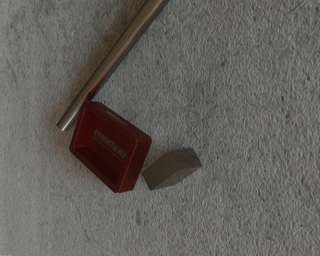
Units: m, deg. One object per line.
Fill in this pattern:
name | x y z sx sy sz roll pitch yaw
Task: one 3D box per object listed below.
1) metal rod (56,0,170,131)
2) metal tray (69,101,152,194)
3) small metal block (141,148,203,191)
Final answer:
metal rod | -0.077 -0.095 0.465 0.299 0.025 0.025 -45 64 30
metal tray | -0.079 0.025 0.464 0.130 0.030 0.089 33 110 34
small metal block | 0.015 0.050 0.375 0.050 0.050 0.025 -42 65 32
